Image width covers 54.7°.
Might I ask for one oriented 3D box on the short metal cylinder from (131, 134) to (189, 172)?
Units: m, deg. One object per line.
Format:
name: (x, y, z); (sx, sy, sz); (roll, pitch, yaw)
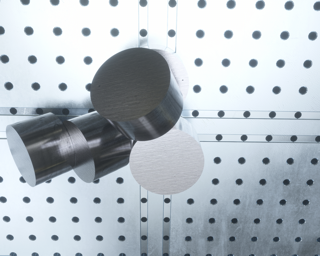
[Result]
short metal cylinder: (-0.002, 0.017, 0.405); (0.081, 0.050, 0.079); (0, 110, 0)

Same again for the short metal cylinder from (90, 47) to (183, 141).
short metal cylinder: (-0.021, -0.033, 0.311); (0.080, 0.080, 0.050); (-23, 152, 8)

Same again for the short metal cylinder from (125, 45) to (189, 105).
short metal cylinder: (-0.007, -0.058, 0.378); (0.081, 0.050, 0.079); (0, 110, 0)

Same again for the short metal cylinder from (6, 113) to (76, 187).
short metal cylinder: (-0.149, 0.026, 0.385); (0.050, 0.080, 0.079); (-24, 115, -37)

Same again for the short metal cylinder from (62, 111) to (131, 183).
short metal cylinder: (-0.080, 0.021, 0.383); (0.050, 0.080, 0.079); (-23, 115, -36)

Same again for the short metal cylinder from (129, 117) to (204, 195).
short metal cylinder: (0.007, 0.029, 0.355); (0.081, 0.050, 0.079); (0, 110, 0)
